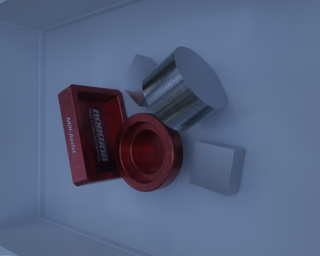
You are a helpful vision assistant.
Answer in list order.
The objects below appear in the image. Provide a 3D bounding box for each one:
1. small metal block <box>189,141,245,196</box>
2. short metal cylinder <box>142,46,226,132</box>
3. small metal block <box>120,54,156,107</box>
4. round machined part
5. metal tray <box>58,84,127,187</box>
[{"bbox_3d":[0.064,0.044,0.350,0.050,0.025,0.050,12,97,40],"label":"small metal block"},{"bbox_3d":[0.027,-0.043,0.345,0.050,0.081,0.080,-36,68,34],"label":"short metal cylinder"},{"bbox_3d":[-0.021,-0.064,0.420,0.050,0.025,0.050,49,119,30],"label":"small metal block"},{"bbox_3d":[-0.010,0.030,0.398,0.098,0.042,0.097,0,90,39],"label":"round machined part"},{"bbox_3d":[-0.084,0.009,0.429,0.030,0.091,0.129,-22,76,38],"label":"metal tray"}]
